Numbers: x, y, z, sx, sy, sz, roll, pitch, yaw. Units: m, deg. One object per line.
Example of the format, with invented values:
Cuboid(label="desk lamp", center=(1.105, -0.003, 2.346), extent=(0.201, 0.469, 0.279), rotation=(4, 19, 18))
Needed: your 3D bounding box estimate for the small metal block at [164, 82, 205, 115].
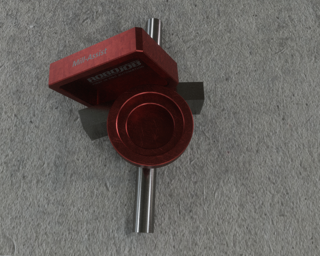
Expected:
Cuboid(label="small metal block", center=(0.030, -0.038, 0.410), extent=(0.050, 0.050, 0.025), rotation=(-1, 70, -1))

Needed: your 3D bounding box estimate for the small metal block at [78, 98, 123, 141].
Cuboid(label="small metal block", center=(-0.072, -0.010, 0.399), extent=(0.050, 0.050, 0.025), rotation=(-18, 71, -7))

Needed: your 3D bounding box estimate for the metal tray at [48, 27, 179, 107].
Cuboid(label="metal tray", center=(-0.055, -0.064, 0.373), extent=(0.130, 0.090, 0.030), rotation=(-15, 67, 26))

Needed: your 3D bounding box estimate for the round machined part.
Cuboid(label="round machined part", center=(-0.011, 0.000, 0.371), extent=(0.099, 0.042, 0.098), rotation=(1, 73, -2))

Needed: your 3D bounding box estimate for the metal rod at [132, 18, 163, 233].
Cuboid(label="metal rod", center=(-0.014, -0.017, 0.415), extent=(0.025, 0.025, 0.299), rotation=(2, 70, 0))
